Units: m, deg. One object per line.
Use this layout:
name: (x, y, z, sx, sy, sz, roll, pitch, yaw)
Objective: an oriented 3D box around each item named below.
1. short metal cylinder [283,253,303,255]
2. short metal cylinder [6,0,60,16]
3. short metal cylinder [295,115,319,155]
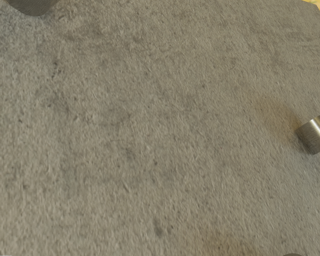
short metal cylinder: (0.158, 0.188, 0.341, 0.050, 0.080, 0.080, 32, 51, -8)
short metal cylinder: (-0.164, -0.193, 0.399, 0.080, 0.080, 0.050, 31, 52, -9)
short metal cylinder: (0.278, 0.004, 0.519, 0.081, 0.080, 0.050, -18, 72, -35)
